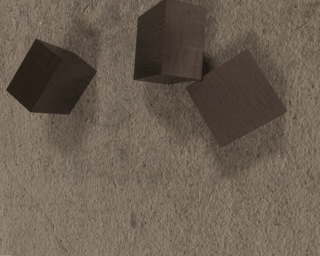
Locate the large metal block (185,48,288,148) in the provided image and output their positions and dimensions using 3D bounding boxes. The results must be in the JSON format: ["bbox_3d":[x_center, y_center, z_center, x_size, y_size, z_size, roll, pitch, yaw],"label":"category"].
[{"bbox_3d":[0.090,-0.032,0.364,0.080,0.050,0.080,-31,80,17],"label":"large metal block"}]

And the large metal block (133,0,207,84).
[{"bbox_3d":[0.009,-0.097,0.370,0.080,0.050,0.079,7,94,64],"label":"large metal block"}]

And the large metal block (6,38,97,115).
[{"bbox_3d":[-0.147,-0.067,0.430,0.050,0.080,0.080,39,102,15],"label":"large metal block"}]
